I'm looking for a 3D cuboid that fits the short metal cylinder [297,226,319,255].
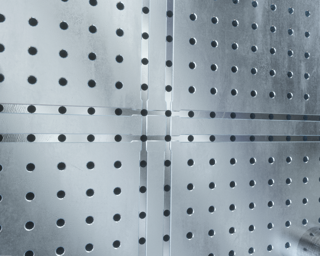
[{"bbox_3d":[0.271,0.207,0.500,0.081,0.050,0.079,0,90,-20],"label":"short metal cylinder"}]
